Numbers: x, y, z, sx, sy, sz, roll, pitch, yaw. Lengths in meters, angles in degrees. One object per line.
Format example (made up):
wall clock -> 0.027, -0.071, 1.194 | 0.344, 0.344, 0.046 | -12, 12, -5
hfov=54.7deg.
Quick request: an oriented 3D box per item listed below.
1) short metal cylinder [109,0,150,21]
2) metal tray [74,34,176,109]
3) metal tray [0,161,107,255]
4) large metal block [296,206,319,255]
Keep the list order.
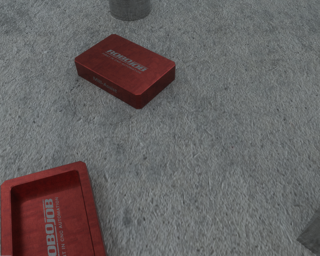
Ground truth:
short metal cylinder -> -0.059, -0.250, 0.597 | 0.081, 0.050, 0.080 | 0, 50, 0
metal tray -> -0.053, -0.091, 0.476 | 0.130, 0.030, 0.090 | 31, 56, 23
metal tray -> -0.107, 0.103, 0.312 | 0.091, 0.030, 0.130 | -14, 52, -12
large metal block -> 0.188, 0.083, 0.299 | 0.050, 0.080, 0.080 | 37, 59, 26
